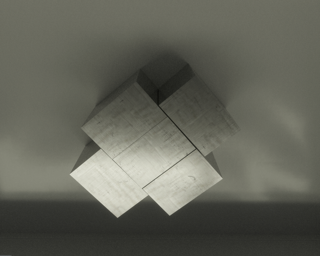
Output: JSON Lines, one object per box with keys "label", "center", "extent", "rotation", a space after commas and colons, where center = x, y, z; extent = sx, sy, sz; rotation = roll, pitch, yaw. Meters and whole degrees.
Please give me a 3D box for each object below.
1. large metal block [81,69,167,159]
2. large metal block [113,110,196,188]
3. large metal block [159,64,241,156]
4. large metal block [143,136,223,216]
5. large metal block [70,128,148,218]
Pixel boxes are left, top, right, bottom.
{"label": "large metal block", "center": [-0.039, -0.020, 0.373], "extent": [0.080, 0.080, 0.050], "rotation": [-38, 106, 12]}
{"label": "large metal block", "center": [-0.007, 0.016, 0.387], "extent": [0.080, 0.080, 0.050], "rotation": [-38, 106, 12]}
{"label": "large metal block", "center": [0.044, -0.025, 0.373], "extent": [0.050, 0.080, 0.080], "rotation": [-39, 106, 13]}
{"label": "large metal block", "center": [0.026, 0.052, 0.401], "extent": [0.080, 0.080, 0.050], "rotation": [-38, 106, 12]}
{"label": "large metal block", "center": [-0.059, 0.053, 0.400], "extent": [0.050, 0.080, 0.080], "rotation": [-39, 106, 13]}
